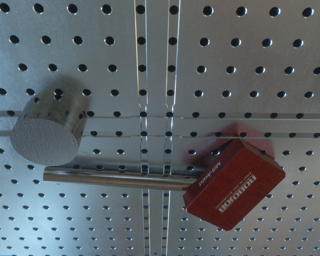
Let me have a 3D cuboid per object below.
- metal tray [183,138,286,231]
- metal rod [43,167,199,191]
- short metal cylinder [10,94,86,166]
[{"bbox_3d":[0.108,0.087,0.462,0.090,0.030,0.129,31,110,-21],"label":"metal tray"},{"bbox_3d":[-0.023,0.082,0.481,0.302,0.025,0.025,4,130,-4],"label":"metal rod"},{"bbox_3d":[-0.140,0.003,0.397,0.081,0.050,0.079,0,130,0],"label":"short metal cylinder"}]
